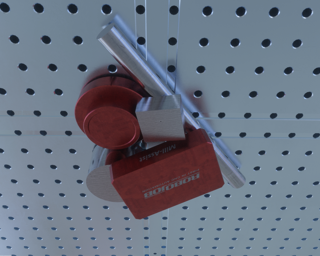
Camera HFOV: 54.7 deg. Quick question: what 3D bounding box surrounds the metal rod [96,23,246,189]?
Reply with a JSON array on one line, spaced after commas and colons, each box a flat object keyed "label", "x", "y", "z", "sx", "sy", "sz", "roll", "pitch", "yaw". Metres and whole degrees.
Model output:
[{"label": "metal rod", "x": 0.032, "y": -0.009, "z": 0.400, "sx": 0.025, "sy": 0.025, "sz": 0.300, "roll": -29, "pitch": 125, "yaw": 22}]

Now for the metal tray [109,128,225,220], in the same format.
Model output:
[{"label": "metal tray", "x": 0.012, "y": 0.063, "z": 0.407, "sx": 0.131, "sy": 0.030, "sz": 0.090, "roll": -22, "pitch": 128, "yaw": 1}]

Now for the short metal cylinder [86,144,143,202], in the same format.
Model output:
[{"label": "short metal cylinder", "x": -0.060, "y": 0.061, "z": 0.441, "sx": 0.081, "sy": 0.050, "sz": 0.079, "roll": 0, "pitch": 130, "yaw": 0}]

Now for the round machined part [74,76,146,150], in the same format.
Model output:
[{"label": "round machined part", "x": -0.057, "y": -0.011, "z": 0.384, "sx": 0.099, "sy": 0.042, "sz": 0.097, "roll": 0, "pitch": 130, "yaw": 1}]

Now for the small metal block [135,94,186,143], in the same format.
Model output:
[{"label": "small metal block", "x": 0.003, "y": -0.010, "z": 0.367, "sx": 0.050, "sy": 0.025, "sz": 0.050, "roll": -4, "pitch": 133, "yaw": 10}]
